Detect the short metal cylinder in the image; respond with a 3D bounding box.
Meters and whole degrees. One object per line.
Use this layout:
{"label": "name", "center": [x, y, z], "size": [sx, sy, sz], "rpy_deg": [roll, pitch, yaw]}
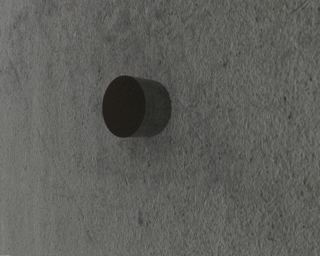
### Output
{"label": "short metal cylinder", "center": [-0.032, -0.027, 0.416], "size": [0.080, 0.050, 0.080], "rpy_deg": [0, 90, 40]}
